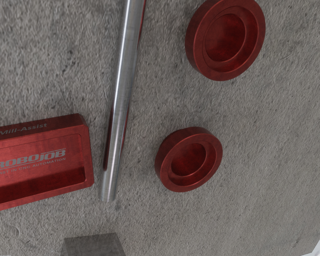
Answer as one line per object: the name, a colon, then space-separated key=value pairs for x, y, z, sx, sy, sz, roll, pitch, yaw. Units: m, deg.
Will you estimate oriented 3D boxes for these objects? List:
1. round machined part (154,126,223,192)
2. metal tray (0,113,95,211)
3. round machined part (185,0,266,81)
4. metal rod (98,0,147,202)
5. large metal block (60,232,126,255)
round machined part: x=0.037 y=0.040 z=0.441 sx=0.099 sy=0.042 sz=0.097 roll=-14 pitch=124 yaw=-21
metal tray: x=-0.145 y=0.039 z=0.348 sx=0.131 sy=0.030 sz=0.089 roll=-12 pitch=124 yaw=-22
round machined part: x=0.072 y=-0.109 z=0.368 sx=0.099 sy=0.042 sz=0.097 roll=-14 pitch=124 yaw=-21
metal rod: x=-0.045 y=-0.038 z=0.358 sx=0.025 sy=0.025 sz=0.298 roll=-3 pitch=120 yaw=-27
large metal block: x=-0.105 y=0.209 z=0.463 sx=0.081 sy=0.050 sz=0.079 roll=4 pitch=116 yaw=-31
